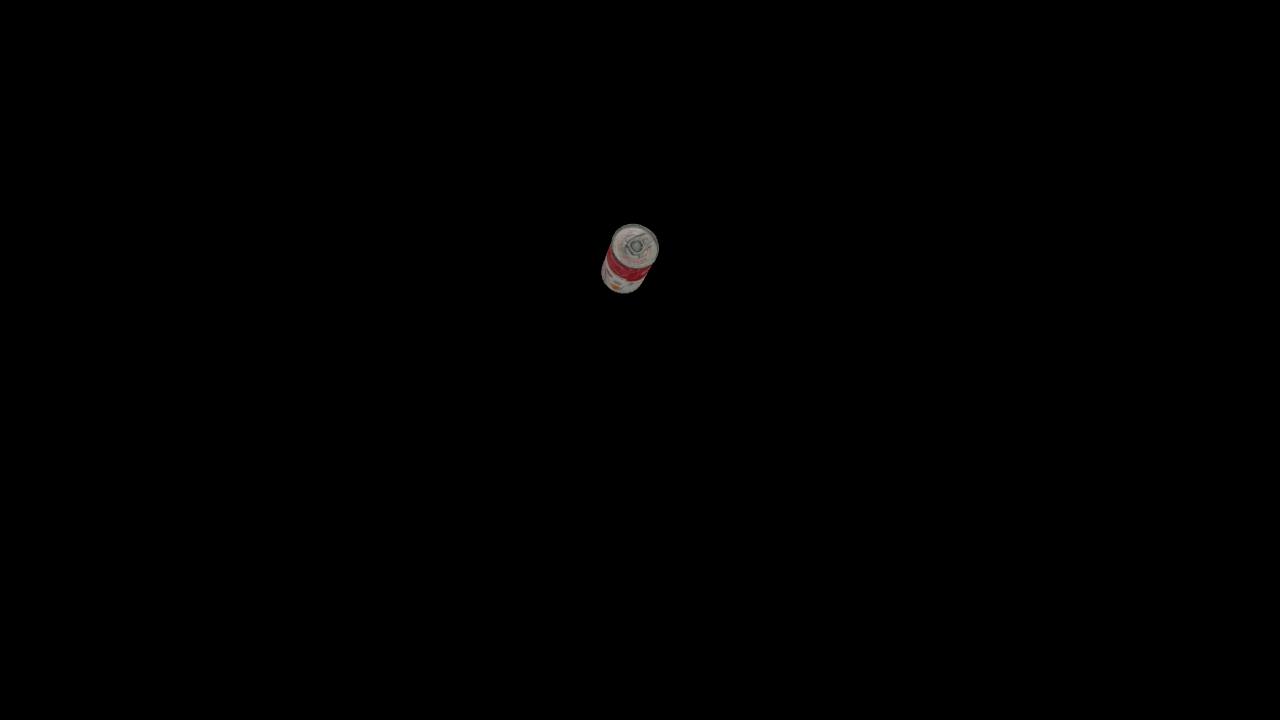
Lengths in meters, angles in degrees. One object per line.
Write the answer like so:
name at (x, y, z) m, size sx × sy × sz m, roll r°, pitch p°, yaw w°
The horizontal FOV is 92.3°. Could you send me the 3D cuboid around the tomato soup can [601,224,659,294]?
tomato soup can at (-0.017, -0.143, 0.887) m, size 0.068 × 0.068 × 0.101 m, roll 0°, pitch -15°, yaw -13°
